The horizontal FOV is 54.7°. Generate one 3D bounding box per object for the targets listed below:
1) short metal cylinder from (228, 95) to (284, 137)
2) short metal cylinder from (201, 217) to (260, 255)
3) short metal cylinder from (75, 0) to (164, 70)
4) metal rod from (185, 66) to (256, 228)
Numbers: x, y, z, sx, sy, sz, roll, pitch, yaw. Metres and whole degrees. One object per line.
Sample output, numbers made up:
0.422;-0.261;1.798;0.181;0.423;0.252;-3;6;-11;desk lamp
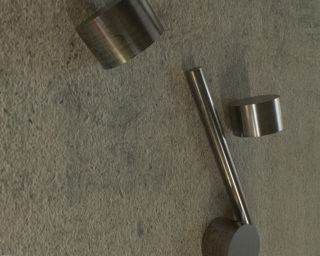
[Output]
0.154;-0.021;0.497;0.081;0.080;0.050;-20;103;-38;short metal cylinder
0.110;0.184;0.481;0.081;0.050;0.080;0;90;-40;short metal cylinder
-0.043;-0.107;0.333;0.080;0.080;0.050;-50;120;-28;short metal cylinder
0.101;0.048;0.489;0.025;0.025;0.299;-35;112;-35;metal rod
